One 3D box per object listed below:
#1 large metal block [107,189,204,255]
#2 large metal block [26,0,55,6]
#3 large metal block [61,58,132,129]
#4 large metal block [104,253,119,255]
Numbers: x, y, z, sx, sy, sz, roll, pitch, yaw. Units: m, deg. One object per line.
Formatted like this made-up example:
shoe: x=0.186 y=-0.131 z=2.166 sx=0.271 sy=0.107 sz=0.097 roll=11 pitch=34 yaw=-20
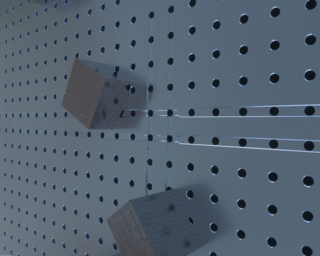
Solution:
large metal block: x=-0.005 y=0.128 z=0.379 sx=0.050 sy=0.081 sz=0.080 roll=-45 pitch=63 yaw=31
large metal block: x=-0.217 y=-0.284 z=0.575 sx=0.080 sy=0.050 sz=0.080 roll=-3 pitch=88 yaw=40
large metal block: x=-0.099 y=-0.052 z=0.476 sx=0.080 sy=0.050 sz=0.080 roll=35 pitch=112 yaw=34
large metal block: x=-0.111 y=0.232 z=0.467 sx=0.080 sy=0.081 sz=0.050 roll=-28 pitch=73 yaw=37
